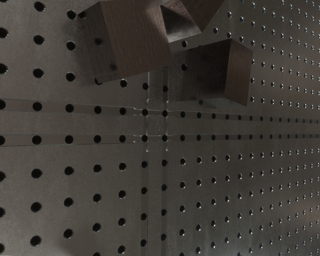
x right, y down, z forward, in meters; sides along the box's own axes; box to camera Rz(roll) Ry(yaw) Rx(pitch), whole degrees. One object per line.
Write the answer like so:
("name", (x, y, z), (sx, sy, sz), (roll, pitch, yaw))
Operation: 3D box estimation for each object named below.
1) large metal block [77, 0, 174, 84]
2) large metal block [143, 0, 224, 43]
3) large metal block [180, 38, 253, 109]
("large metal block", (-0.038, -0.102, 0.362), (0.081, 0.050, 0.079), (-23, 105, -38))
("large metal block", (0.029, -0.159, 0.399), (0.050, 0.080, 0.080), (48, 62, -30))
("large metal block", (0.080, -0.073, 0.442), (0.050, 0.080, 0.080), (14, 81, -40))
